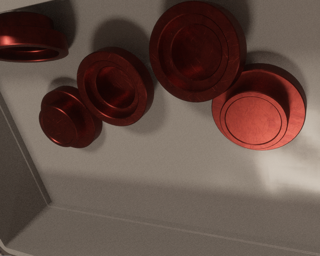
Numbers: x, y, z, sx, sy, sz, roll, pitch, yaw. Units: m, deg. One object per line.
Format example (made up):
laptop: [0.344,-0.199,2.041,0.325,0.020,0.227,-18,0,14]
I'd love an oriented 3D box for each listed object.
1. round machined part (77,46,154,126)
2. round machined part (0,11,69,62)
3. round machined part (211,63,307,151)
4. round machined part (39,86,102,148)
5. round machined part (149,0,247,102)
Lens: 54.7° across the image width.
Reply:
round machined part: [-0.051,-0.055,0.389,0.098,0.042,0.097,13,124,20]
round machined part: [-0.167,-0.112,0.384,0.098,0.099,0.042,-4,91,30]
round machined part: [0.103,-0.016,0.333,0.098,0.042,0.097,13,124,20]
round machined part: [-0.139,-0.010,0.462,0.098,0.042,0.097,13,124,20]
round machined part: [0.041,-0.079,0.319,0.098,0.042,0.097,12,115,28]
